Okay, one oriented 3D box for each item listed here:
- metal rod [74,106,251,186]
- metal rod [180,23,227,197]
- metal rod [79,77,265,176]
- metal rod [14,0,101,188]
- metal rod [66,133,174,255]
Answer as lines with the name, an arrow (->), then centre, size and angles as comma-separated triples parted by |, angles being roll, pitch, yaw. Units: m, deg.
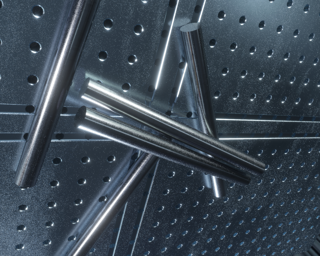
metal rod -> 0.027, 0.036, 0.415 | 0.302, 0.025, 0.025 | 23, 106, -37
metal rod -> 0.070, -0.003, 0.449 | 0.025, 0.025, 0.298 | -26, 128, -12
metal rod -> 0.036, 0.009, 0.414 | 0.302, 0.025, 0.025 | 24, 105, -30
metal rod -> -0.098, -0.066, 0.317 | 0.025, 0.025, 0.298 | 13, 112, -34
metal rod -> -0.078, 0.126, 0.448 | 0.025, 0.025, 0.299 | 29, 102, -38
